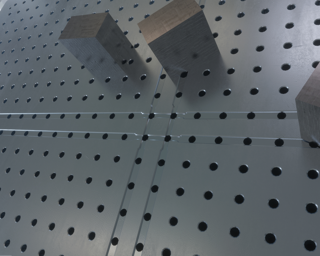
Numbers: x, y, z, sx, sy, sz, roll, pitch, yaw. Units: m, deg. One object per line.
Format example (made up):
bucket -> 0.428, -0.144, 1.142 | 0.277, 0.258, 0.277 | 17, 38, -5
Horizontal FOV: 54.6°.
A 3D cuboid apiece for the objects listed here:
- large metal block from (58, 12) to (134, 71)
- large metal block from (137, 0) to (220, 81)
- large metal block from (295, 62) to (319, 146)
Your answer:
large metal block -> -0.104, -0.141, 0.515 | 0.080, 0.080, 0.050 | 7, 65, 31
large metal block -> 0.027, -0.127, 0.437 | 0.080, 0.080, 0.050 | -30, 52, 9
large metal block -> 0.179, -0.011, 0.286 | 0.080, 0.080, 0.050 | 29, 78, 37
